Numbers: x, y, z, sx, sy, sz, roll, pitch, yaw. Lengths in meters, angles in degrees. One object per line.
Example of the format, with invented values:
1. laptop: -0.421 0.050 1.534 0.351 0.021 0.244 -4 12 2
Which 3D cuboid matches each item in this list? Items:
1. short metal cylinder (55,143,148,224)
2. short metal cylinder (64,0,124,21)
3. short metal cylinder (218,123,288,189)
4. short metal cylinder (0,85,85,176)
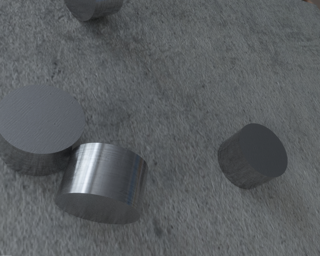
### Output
1. short metal cylinder: -0.055 0.057 0.305 0.080 0.080 0.050 21 54 -17
2. short metal cylinder: -0.096 -0.198 0.438 0.050 0.080 0.080 -32 80 -38
3. short metal cylinder: 0.129 0.040 0.435 0.081 0.050 0.080 14 56 -21
4. short metal cylinder: -0.122 0.002 0.317 0.081 0.050 0.080 13 54 -17
